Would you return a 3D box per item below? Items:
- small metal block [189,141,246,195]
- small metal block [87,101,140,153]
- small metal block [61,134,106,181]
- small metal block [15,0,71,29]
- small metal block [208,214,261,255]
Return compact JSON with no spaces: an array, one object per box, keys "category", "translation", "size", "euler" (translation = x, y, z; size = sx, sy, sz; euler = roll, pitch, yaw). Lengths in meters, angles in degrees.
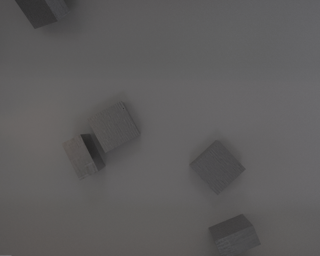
[{"category":"small metal block","translation":[0.075,0.052,0.412],"size":[0.050,0.025,0.050],"euler":[-43,90,0]},{"category":"small metal block","translation":[-0.060,-0.002,0.411],"size":[0.050,0.025,0.050],"euler":[-28,90,0]},{"category":"small metal block","translation":[-0.096,0.035,0.398],"size":[0.025,0.050,0.050],"euler":[-26,90,0]},{"category":"small metal block","translation":[-0.149,-0.157,0.387],"size":[0.025,0.050,0.050],"euler":[-57,132,-37]},{"category":"small metal block","translation":[0.094,0.139,0.400],"size":[0.050,0.050,0.025],"euler":[-22,90,0]}]
